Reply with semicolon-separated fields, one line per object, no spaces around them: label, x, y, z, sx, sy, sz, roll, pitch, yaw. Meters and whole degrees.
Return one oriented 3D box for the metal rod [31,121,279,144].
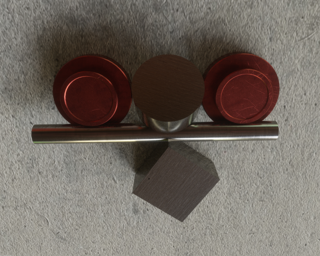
metal rod;-0.006;0.006;0.390;0.302;0.025;0.025;-1;110;0

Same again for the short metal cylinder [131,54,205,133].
short metal cylinder;0.009;-0.038;0.364;0.080;0.050;0.080;0;75;0

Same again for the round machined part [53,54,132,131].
round machined part;-0.084;-0.040;0.385;0.099;0.042;0.097;0;110;0

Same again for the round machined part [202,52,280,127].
round machined part;0.101;-0.043;0.387;0.099;0.042;0.097;0;110;0

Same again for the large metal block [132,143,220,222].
large metal block;0.020;0.066;0.420;0.080;0.050;0.080;34;107;-12
